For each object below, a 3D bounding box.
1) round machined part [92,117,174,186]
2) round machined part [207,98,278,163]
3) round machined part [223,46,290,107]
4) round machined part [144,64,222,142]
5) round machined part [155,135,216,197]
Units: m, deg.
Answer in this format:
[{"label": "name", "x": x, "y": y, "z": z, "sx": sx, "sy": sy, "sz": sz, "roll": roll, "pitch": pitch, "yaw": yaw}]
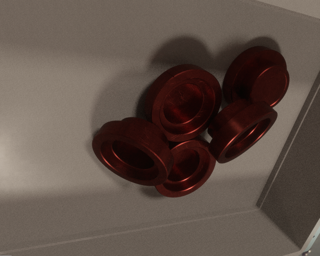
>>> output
[{"label": "round machined part", "x": -0.028, "y": 0.025, "z": 0.375, "sx": 0.042, "sy": 0.098, "sz": 0.098, "roll": -62, "pitch": 141, "yaw": -36}, {"label": "round machined part", "x": 0.102, "y": -0.001, "z": 0.409, "sx": 0.099, "sy": 0.042, "sz": 0.098, "roll": -30, "pitch": 154, "yaw": -17}, {"label": "round machined part", "x": 0.143, "y": -0.063, "z": 0.439, "sx": 0.099, "sy": 0.042, "sz": 0.097, "roll": -14, "pitch": 124, "yaw": -21}, {"label": "round machined part", "x": 0.025, "y": -0.035, "z": 0.392, "sx": 0.099, "sy": 0.042, "sz": 0.097, "roll": -14, "pitch": 125, "yaw": -21}, {"label": "round machined part", "x": 0.028, "y": 0.048, "z": 0.445, "sx": 0.099, "sy": 0.042, "sz": 0.097, "roll": -14, "pitch": 125, "yaw": -21}]
